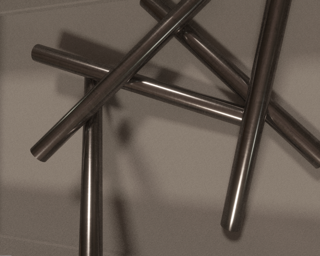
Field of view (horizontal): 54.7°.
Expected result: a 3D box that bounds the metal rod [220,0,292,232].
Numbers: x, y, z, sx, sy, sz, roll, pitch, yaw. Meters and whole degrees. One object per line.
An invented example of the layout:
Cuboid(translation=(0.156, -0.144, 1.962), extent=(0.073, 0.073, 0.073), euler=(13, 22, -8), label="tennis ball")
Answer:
Cuboid(translation=(0.107, -0.023, 0.346), extent=(0.025, 0.025, 0.298), euler=(13, 104, 19), label="metal rod")

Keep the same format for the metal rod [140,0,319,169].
Cuboid(translation=(0.083, -0.068, 0.380), extent=(0.300, 0.025, 0.025), euler=(46, 104, 13), label="metal rod")

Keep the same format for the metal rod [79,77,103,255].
Cuboid(translation=(-0.082, 0.056, 0.374), extent=(0.025, 0.025, 0.299), euler=(-17, 60, 19), label="metal rod")

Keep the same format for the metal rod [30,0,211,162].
Cuboid(translation=(-0.046, -0.069, 0.381), extent=(0.300, 0.025, 0.025), euler=(-44, 77, 4), label="metal rod")

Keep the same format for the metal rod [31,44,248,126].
Cuboid(translation=(-0.033, -0.059, 0.405), extent=(0.301, 0.025, 0.025), euler=(19, 96, 12), label="metal rod")
